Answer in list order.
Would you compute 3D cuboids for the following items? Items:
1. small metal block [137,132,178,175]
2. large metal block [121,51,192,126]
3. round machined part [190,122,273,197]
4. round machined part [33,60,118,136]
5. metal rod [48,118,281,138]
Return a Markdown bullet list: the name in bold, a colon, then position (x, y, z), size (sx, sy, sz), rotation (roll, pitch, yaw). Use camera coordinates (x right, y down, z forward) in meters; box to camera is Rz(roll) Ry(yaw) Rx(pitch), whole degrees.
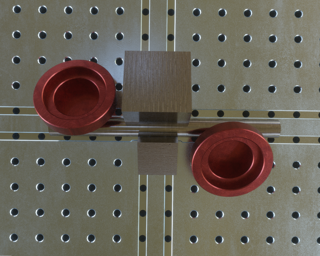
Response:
- **small metal block**: position (-0.003, 0.034, 0.403), size (0.050, 0.025, 0.050), rotation (1, 119, 0)
- **large metal block**: position (-0.003, -0.049, 0.389), size (0.081, 0.050, 0.080), rotation (1, 72, 0)
- **round machined part**: position (0.088, 0.036, 0.393), size (0.099, 0.042, 0.097), rotation (0, 115, 0)
- **round machined part**: position (-0.103, -0.034, 0.391), size (0.099, 0.042, 0.098), rotation (0, 64, 0)
- **metal rod**: position (0.006, 0.000, 0.414), size (0.302, 0.025, 0.025), rotation (1, 90, 0)
